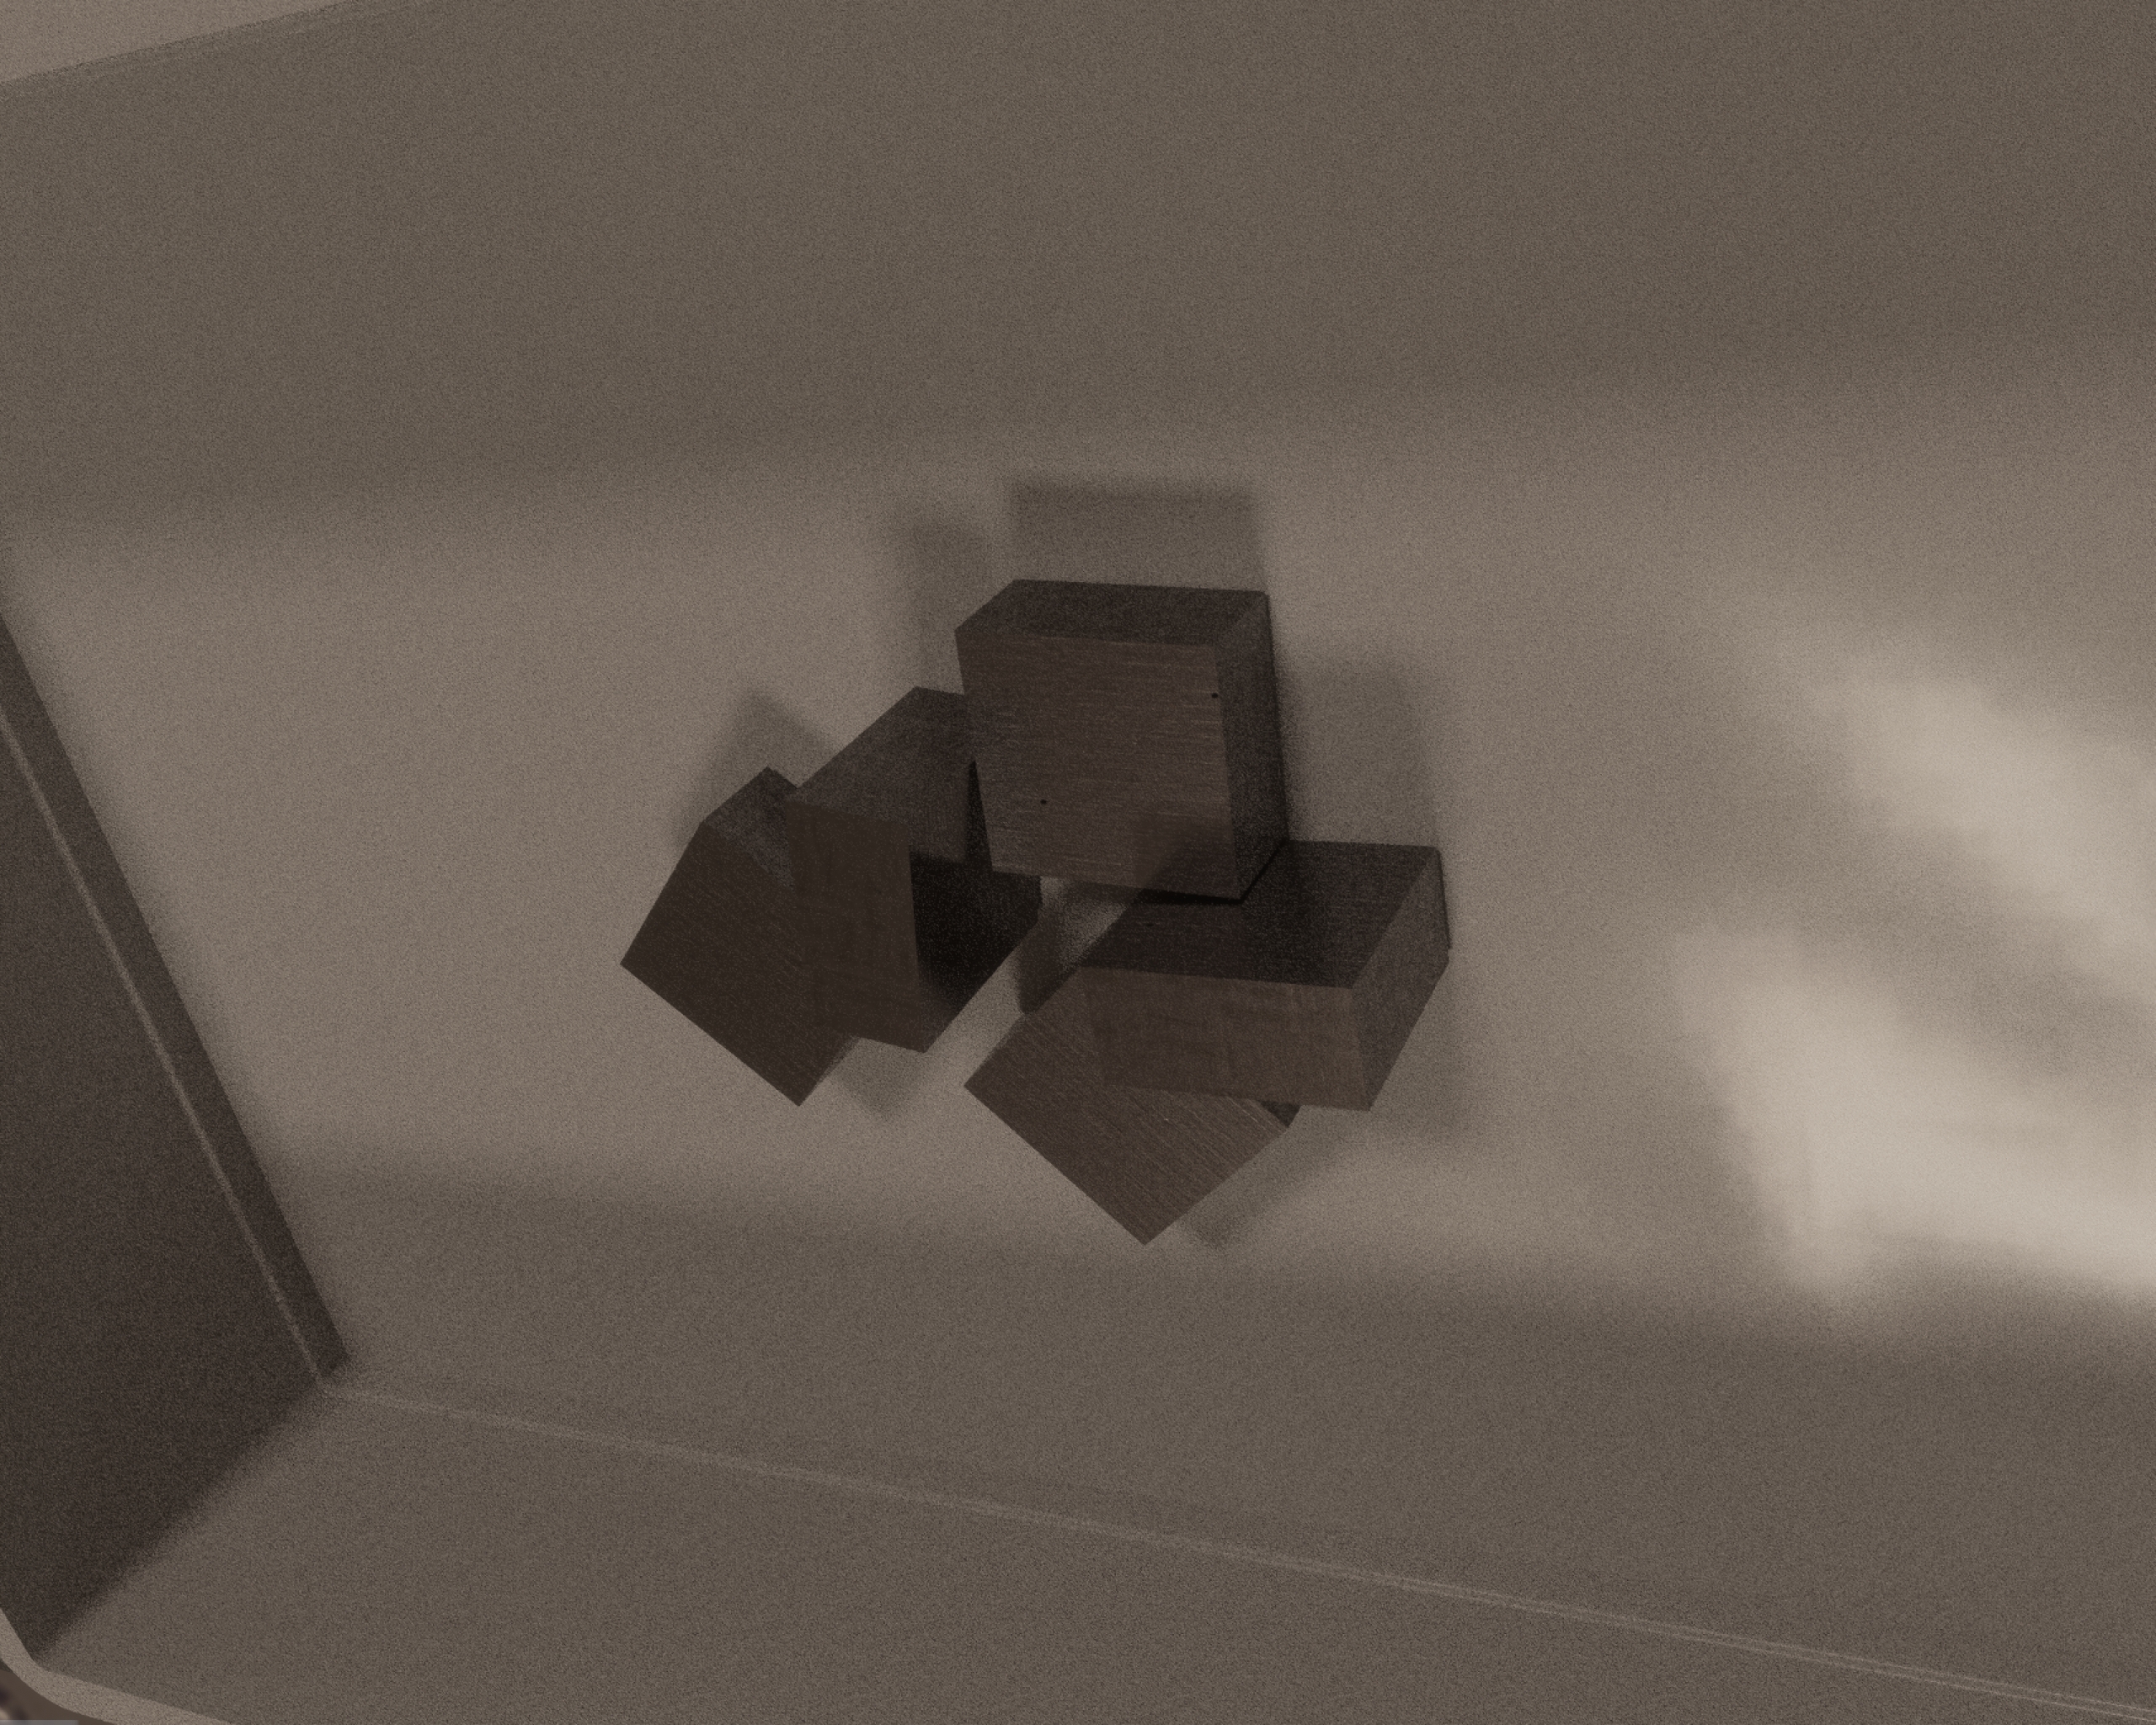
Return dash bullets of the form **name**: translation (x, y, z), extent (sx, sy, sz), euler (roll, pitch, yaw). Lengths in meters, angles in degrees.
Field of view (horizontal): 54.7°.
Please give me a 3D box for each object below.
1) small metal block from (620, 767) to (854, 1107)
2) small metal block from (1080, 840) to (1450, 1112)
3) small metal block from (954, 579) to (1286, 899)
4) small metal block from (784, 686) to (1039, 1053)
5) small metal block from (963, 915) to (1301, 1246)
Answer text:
- **small metal block**: translation (-0.063, 0.016, 0.448), extent (0.050, 0.025, 0.050), euler (39, 129, 1)
- **small metal block**: translation (0.035, 0.019, 0.381), extent (0.050, 0.050, 0.025), euler (3, 120, 26)
- **small metal block**: translation (0.009, -0.023, 0.386), extent (0.050, 0.025, 0.050), euler (6, 121, 24)
- **small metal block**: translation (-0.031, 0.000, 0.405), extent (0.025, 0.050, 0.050), euler (12, 123, 21)
- **small metal block**: translation (0.014, 0.042, 0.424), extent (0.050, 0.025, 0.050), euler (42, 129, -1)
